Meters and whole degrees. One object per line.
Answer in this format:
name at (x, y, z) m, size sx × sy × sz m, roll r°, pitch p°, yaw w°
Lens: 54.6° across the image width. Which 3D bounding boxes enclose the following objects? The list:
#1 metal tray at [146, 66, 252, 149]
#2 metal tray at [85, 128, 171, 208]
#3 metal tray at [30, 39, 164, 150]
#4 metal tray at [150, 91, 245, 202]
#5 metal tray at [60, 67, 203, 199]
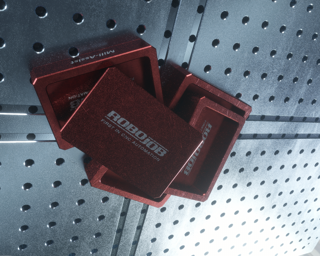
metal tray at (0.056, -0.017, 0.426) m, size 0.131 × 0.030 × 0.090 m, roll 21°, pitch 107°, yaw -35°
metal tray at (-0.024, 0.054, 0.428) m, size 0.131 × 0.030 × 0.090 m, roll 29°, pitch 102°, yaw -38°
metal tray at (-0.064, -0.038, 0.349) m, size 0.131 × 0.030 × 0.090 m, roll -20°, pitch 126°, yaw -16°
metal tray at (0.050, 0.028, 0.411) m, size 0.090 × 0.030 × 0.129 m, roll 22°, pitch 95°, yaw -36°
metal tray at (-0.029, 0.006, 0.343) m, size 0.130 × 0.030 × 0.090 m, roll 37°, pitch 90°, yaw -17°
